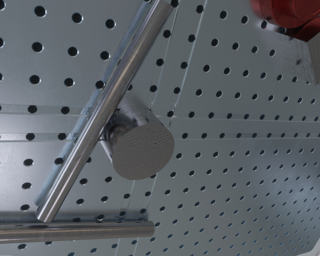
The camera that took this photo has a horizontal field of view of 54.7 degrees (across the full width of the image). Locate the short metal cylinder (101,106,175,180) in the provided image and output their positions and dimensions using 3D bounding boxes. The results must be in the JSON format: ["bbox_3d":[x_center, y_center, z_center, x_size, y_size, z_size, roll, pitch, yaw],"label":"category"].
[{"bbox_3d":[-0.029,0.018,0.390,0.081,0.050,0.079,-14,124,-21],"label":"short metal cylinder"}]

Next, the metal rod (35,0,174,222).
[{"bbox_3d":[-0.072,-0.011,0.364,0.025,0.025,0.299,22,107,-36],"label":"metal rod"}]

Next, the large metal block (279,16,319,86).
[{"bbox_3d":[0.228,-0.122,0.444,0.080,0.050,0.080,-39,129,-2],"label":"large metal block"}]

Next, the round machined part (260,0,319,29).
[{"bbox_3d":[0.179,-0.174,0.389,0.099,0.042,0.097,-14,124,-21],"label":"round machined part"}]

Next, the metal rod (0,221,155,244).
[{"bbox_3d":[-0.140,0.141,0.421,0.302,0.025,0.025,10,113,-33],"label":"metal rod"}]
